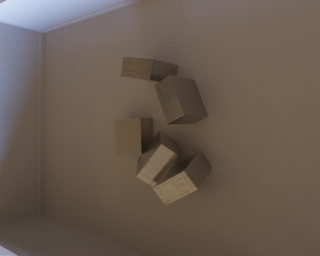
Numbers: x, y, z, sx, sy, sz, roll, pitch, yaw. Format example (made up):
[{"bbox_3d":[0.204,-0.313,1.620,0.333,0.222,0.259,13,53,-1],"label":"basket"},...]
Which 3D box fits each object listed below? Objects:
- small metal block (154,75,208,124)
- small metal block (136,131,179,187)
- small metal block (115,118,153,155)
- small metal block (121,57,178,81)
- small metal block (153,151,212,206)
[{"bbox_3d":[0.026,-0.032,0.368,0.025,0.050,0.050,-29,72,36],"label":"small metal block"},{"bbox_3d":[-0.004,0.037,0.384,0.025,0.050,0.050,34,103,-12],"label":"small metal block"},{"bbox_3d":[-0.036,0.012,0.435,0.050,0.025,0.050,-3,88,39],"label":"small metal block"},{"bbox_3d":[-0.013,-0.074,0.400,0.050,0.050,0.025,14,99,39],"label":"small metal block"},{"bbox_3d":[0.027,0.059,0.363,0.050,0.050,0.025,-36,91,34],"label":"small metal block"}]
